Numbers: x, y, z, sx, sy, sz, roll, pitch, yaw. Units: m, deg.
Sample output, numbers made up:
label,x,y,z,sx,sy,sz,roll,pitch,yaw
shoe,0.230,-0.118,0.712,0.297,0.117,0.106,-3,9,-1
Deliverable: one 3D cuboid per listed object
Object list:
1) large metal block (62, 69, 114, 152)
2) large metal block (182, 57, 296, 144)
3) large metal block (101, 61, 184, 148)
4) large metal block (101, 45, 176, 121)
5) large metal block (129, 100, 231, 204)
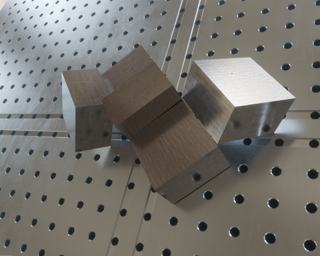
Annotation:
label,x,y,z,sx,sy,sz,roll,pitch,yaw
large metal block,-0.103,-0.026,0.435,0.050,0.079,0.080,-10,47,-25
large metal block,0.083,-0.034,0.343,0.081,0.050,0.080,-9,47,-26
large metal block,-0.013,-0.023,0.394,0.080,0.080,0.050,-36,52,4
large metal block,-0.032,-0.059,0.446,0.080,0.050,0.080,-37,52,5
large metal block,0.022,0.028,0.364,0.080,0.050,0.080,-35,50,5
